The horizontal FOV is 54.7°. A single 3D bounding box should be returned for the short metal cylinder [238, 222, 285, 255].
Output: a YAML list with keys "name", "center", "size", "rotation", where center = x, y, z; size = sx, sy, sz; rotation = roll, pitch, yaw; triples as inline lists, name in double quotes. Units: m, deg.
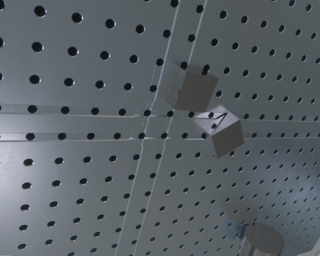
- name: "short metal cylinder"
  center: [0.209, 0.244, 0.641]
  size: [0.081, 0.080, 0.050]
  rotation: [-6, 121, -26]

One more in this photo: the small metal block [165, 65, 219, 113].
- name: "small metal block"
  center: [0.041, -0.050, 0.403]
  size: [0.050, 0.025, 0.050]
  rotation: [4, 116, -31]

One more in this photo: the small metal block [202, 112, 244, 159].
- name: "small metal block"
  center: [0.097, 0.012, 0.472]
  size: [0.050, 0.025, 0.050]
  rotation: [-29, 128, -10]
